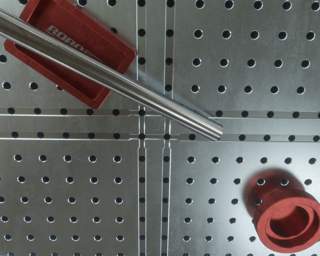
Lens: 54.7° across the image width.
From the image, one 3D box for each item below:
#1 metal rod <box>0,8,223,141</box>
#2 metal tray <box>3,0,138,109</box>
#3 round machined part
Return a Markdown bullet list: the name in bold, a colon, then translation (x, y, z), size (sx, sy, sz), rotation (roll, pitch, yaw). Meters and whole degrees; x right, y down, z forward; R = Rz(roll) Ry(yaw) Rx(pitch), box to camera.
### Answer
- **metal rod**: translation (-0.049, -0.053, 0.360), size (0.302, 0.025, 0.025), rotation (25, 108, -23)
- **metal tray**: translation (-0.104, -0.095, 0.374), size (0.130, 0.030, 0.090), rotation (35, 106, -13)
- **round machined part**: translation (0.186, 0.131, 0.456), size (0.099, 0.042, 0.097), rotation (0, 110, -1)
